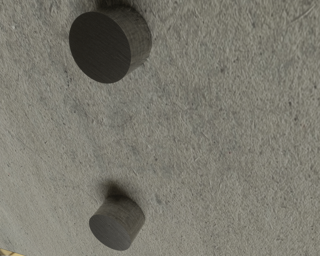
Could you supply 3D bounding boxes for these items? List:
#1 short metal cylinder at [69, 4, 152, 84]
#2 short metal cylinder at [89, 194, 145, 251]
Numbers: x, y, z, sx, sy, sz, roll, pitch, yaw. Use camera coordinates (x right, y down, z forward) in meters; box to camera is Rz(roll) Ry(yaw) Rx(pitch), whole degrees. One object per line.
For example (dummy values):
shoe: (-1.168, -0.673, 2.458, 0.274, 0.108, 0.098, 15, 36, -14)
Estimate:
short metal cylinder: (-0.057, -0.098, 0.360, 0.080, 0.050, 0.079, 13, 124, 21)
short metal cylinder: (-0.073, 0.161, 0.529, 0.080, 0.050, 0.079, 13, 124, 21)
